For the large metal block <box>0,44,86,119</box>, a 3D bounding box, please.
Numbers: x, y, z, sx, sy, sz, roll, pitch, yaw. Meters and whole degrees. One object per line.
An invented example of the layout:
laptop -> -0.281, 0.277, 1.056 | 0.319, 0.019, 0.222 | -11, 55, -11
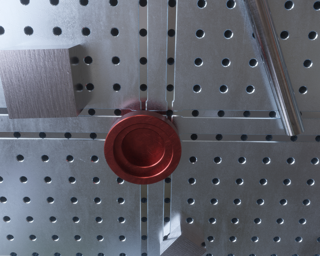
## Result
large metal block -> -0.140, -0.058, 0.377 | 0.081, 0.050, 0.079 | -2, 110, 0

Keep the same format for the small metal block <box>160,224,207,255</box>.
small metal block -> 0.035, 0.186, 0.482 | 0.050, 0.025, 0.050 | 37, 106, -13

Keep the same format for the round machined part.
round machined part -> -0.022, 0.023, 0.412 | 0.099, 0.042, 0.097 | 0, 110, 0

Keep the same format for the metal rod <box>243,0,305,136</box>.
metal rod -> 0.122, -0.124, 0.368 | 0.025, 0.025, 0.299 | -22, 109, 8
